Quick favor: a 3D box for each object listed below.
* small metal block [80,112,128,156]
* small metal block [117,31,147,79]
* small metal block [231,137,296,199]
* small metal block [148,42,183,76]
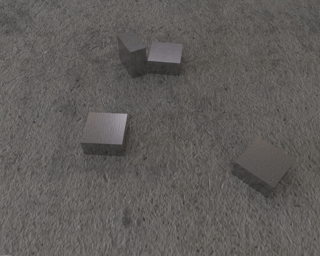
[{"bbox_3d":[-0.069,0.008,0.396,0.050,0.025,0.050,3,50,2],"label":"small metal block"},{"bbox_3d":[-0.043,-0.114,0.483,0.025,0.050,0.050,-22,53,-17],"label":"small metal block"},{"bbox_3d":[0.121,0.045,0.366,0.050,0.025,0.050,35,58,26],"label":"small metal block"},{"bbox_3d":[0.009,-0.112,0.497,0.050,0.025,0.050,6,50,4],"label":"small metal block"}]
